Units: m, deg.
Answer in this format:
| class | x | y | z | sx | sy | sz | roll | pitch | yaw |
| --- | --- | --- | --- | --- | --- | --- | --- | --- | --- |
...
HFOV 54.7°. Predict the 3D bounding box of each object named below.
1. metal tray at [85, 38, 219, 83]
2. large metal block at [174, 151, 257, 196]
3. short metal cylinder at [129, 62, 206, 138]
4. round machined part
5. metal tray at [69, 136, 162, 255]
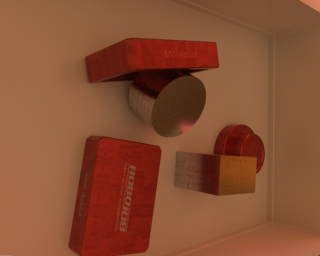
| class | x | y | z | sx | sy | sz | roll | pitch | yaw |
| --- | --- | --- | --- | --- | --- | --- | --- | --- | --- |
| metal tray | -0.007 | -0.076 | 0.359 | 0.131 | 0.090 | 0.030 | -11 | 95 | -40 |
| large metal block | 0.078 | 0.062 | 0.439 | 0.081 | 0.080 | 0.050 | 7 | 86 | -40 |
| short metal cylinder | 0.009 | -0.035 | 0.380 | 0.081 | 0.050 | 0.079 | -21 | 130 | -28 |
| round machined part | 0.138 | 0.043 | 0.514 | 0.099 | 0.042 | 0.097 | 0 | 90 | -40 |
| metal tray | -0.049 | 0.079 | 0.364 | 0.091 | 0.030 | 0.129 | 13 | 82 | -40 |
